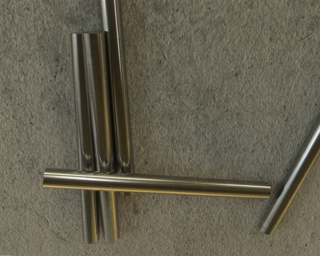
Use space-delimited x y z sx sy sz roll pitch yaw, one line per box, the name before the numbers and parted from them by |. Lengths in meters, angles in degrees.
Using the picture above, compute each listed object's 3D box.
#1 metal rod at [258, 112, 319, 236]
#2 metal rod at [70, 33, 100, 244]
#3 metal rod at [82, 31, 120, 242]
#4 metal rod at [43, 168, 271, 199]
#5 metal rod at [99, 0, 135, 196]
metal rod | 0.208 0.021 0.419 0.025 0.025 0.298 18 109 -7
metal rod | -0.099 0.027 0.418 0.025 0.025 0.298 2 110 -1
metal rod | -0.074 0.028 0.408 0.025 0.025 0.298 0 114 0
metal rod | 0.005 0.076 0.414 0.302 0.025 0.025 5 110 -12
metal rod | -0.053 -0.050 0.390 0.025 0.025 0.298 -2 110 1
